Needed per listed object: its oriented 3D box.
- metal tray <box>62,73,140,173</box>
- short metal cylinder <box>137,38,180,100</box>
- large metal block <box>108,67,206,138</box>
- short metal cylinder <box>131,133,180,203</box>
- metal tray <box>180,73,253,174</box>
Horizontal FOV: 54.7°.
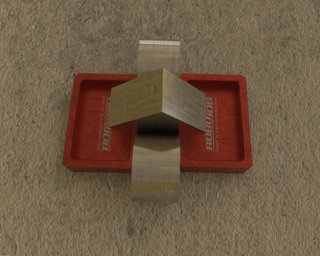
[{"bbox_3d":[-0.072,-0.008,0.409,0.091,0.030,0.130,2,70,0],"label":"metal tray"},{"bbox_3d":[-0.001,-0.076,0.408,0.050,0.080,0.080,2,70,1],"label":"short metal cylinder"},{"bbox_3d":[-0.002,-0.021,0.366,0.080,0.080,0.050,-14,65,38],"label":"large metal block"},{"bbox_3d":[-0.004,0.047,0.363,0.050,0.080,0.080,2,70,1],"label":"short metal cylinder"},{"bbox_3d":[0.069,-0.007,0.410,0.091,0.030,0.130,2,70,0],"label":"metal tray"}]
